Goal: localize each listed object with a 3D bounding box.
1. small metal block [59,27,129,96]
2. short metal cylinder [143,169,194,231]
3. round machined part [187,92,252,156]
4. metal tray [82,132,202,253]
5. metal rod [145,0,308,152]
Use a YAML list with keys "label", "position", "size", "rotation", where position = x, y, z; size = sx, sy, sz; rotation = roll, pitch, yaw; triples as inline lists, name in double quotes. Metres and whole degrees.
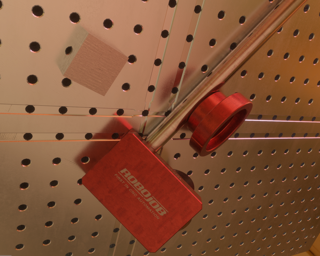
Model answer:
- label: "small metal block"
  position: [-0.071, -0.070, 0.331]
  size: [0.050, 0.025, 0.050]
  rotation: [26, 104, -38]
- label: "short metal cylinder"
  position: [0.008, 0.103, 0.446]
  size: [0.081, 0.080, 0.050]
  rotation: [-16, 125, -20]
- label: "round machined part"
  position: [0.075, -0.010, 0.419]
  size: [0.098, 0.042, 0.098]
  rotation: [-37, 158, -18]
- label: "metal tray"
  position: [-0.022, 0.080, 0.395]
  size: [0.090, 0.030, 0.130]
  rotation: [-45, 89, 4]
- label: "metal rod"
  position: [0.091, -0.080, 0.412]
  size: [0.300, 0.025, 0.025]
  rotation: [-45, 130, 3]
